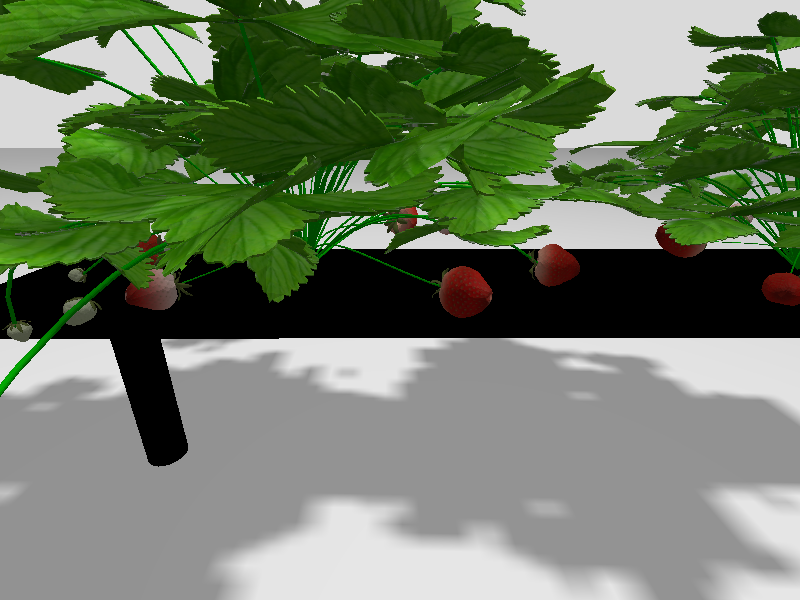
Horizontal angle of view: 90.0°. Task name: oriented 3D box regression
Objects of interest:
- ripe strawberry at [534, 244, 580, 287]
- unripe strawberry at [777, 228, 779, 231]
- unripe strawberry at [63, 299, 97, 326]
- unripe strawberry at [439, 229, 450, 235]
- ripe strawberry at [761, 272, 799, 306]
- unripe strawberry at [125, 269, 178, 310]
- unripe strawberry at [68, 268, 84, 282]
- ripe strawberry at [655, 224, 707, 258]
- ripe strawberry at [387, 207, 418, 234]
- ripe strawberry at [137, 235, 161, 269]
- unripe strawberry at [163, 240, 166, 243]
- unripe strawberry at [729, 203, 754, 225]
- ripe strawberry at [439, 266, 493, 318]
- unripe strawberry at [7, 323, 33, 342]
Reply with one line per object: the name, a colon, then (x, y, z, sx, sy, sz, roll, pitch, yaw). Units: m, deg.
ripe strawberry: (0.127, -0.027, 0.323, 0.035, 0.034, 0.032, 7, 23, 9)
unripe strawberry: (0.477, -0.089, 0.496, 0.015, 0.015, 0.013, 17, 28, 35)
unripe strawberry: (-0.208, 0.008, 0.259, 0.017, 0.018, 0.018, 22, -9, 43)
unripe strawberry: (0.059, -0.089, 0.483, 0.026, 0.023, 0.023, 23, 5, 43)
ripe strawberry: (0.274, -0.007, 0.285, 0.026, 0.022, 0.026, -20, 30, -39)
unripe strawberry: (-0.172, -0.006, 0.277, 0.029, 0.031, 0.032, 20, 30, 39)
unripe strawberry: (-0.268, -0.021, 0.332, 0.011, 0.011, 0.010, -7, 23, -9)
ripe strawberry: (0.282, -0.064, 0.403, 0.043, 0.043, 0.040, 12, 25, 27)
ripe strawberry: (0.005, -0.100, 0.482, 0.038, 0.043, 0.041, 14, 26, 31)
ripe strawberry: (-0.224, -0.040, 0.345, 0.036, 0.037, 0.033, -3, 23, -6)
unripe strawberry: (-0.222, -0.054, 0.396, 0.027, 0.026, 0.025, 5, 23, 14)
unripe strawberry: (0.445, -0.110, 0.526, 0.030, 0.032, 0.033, 10, 9, 22)
ripe strawberry: (0.045, -0.005, 0.269, 0.035, 0.035, 0.033, 17, 28, 34)
unripe strawberry: (-0.216, 0.019, 0.228, 0.010, 0.011, 0.011, 19, 29, 38)
